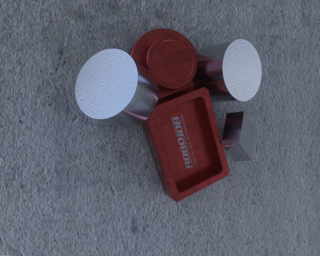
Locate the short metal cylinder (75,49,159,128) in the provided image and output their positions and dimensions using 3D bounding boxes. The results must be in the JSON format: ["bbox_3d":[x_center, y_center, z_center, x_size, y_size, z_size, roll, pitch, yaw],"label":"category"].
[{"bbox_3d":[-0.049,-0.043,0.356,0.050,0.080,0.080,26,78,-63],"label":"short metal cylinder"}]

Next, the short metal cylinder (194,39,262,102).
[{"bbox_3d":[0.092,-0.075,0.420,0.081,0.050,0.079,-2,93,-38],"label":"short metal cylinder"}]

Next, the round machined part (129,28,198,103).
[{"bbox_3d":[0.009,-0.082,0.405,0.099,0.042,0.097,0,90,-20],"label":"round machined part"}]

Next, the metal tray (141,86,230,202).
[{"bbox_3d":[0.034,0.020,0.408,0.091,0.030,0.129,-23,107,-19],"label":"metal tray"}]

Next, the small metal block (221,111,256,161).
[{"bbox_3d":[0.111,0.012,0.433,0.050,0.025,0.050,47,49,-41],"label":"small metal block"}]
